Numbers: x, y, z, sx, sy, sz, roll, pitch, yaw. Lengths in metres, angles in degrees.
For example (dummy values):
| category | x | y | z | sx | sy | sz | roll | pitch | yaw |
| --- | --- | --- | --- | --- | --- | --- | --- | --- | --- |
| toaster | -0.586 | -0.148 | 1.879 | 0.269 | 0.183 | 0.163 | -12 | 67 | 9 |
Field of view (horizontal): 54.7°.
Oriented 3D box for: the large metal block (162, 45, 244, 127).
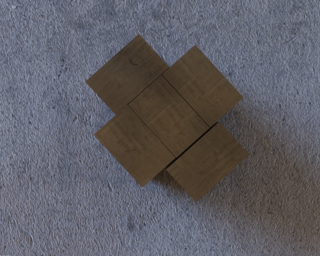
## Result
| category | x | y | z | sx | sy | sz | roll | pitch | yaw |
| --- | --- | --- | --- | --- | --- | --- | --- | --- | --- |
| large metal block | 0.047 | -0.047 | 0.385 | 0.050 | 0.080 | 0.080 | -42 | 91 | 0 |

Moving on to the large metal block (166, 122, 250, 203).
| category | x | y | z | sx | sy | sz | roll | pitch | yaw |
| --- | --- | --- | --- | --- | --- | --- | --- | --- | --- |
| large metal block | 0.053 | 0.038 | 0.385 | 0.080 | 0.080 | 0.050 | -42 | 91 | 0 |

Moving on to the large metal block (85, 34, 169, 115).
| category | x | y | z | sx | sy | sz | roll | pitch | yaw |
| --- | --- | --- | --- | --- | --- | --- | --- | --- | --- |
| large metal block | -0.036 | -0.060 | 0.384 | 0.080 | 0.080 | 0.050 | -42 | 91 | 0 |

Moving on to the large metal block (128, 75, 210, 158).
| category | x | y | z | sx | sy | sz | roll | pitch | yaw |
| --- | --- | --- | --- | --- | --- | --- | --- | --- | --- |
| large metal block | 0.010 | -0.013 | 0.384 | 0.050 | 0.080 | 0.080 | -42 | 91 | 0 |

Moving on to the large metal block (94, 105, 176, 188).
| category | x | y | z | sx | sy | sz | roll | pitch | yaw |
| --- | --- | --- | --- | --- | --- | --- | --- | --- | --- |
| large metal block | -0.028 | 0.020 | 0.384 | 0.050 | 0.080 | 0.080 | -42 | 91 | 0 |
